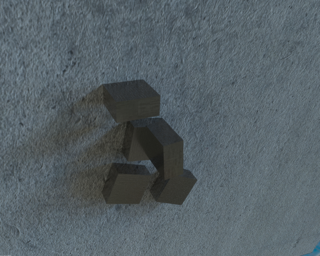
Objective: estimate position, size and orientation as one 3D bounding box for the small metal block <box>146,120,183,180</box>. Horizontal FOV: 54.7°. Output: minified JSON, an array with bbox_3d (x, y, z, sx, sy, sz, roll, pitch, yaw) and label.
[{"bbox_3d":[0.005,0.026,0.377,0.025,0.050,0.050,-16,125,-20],"label":"small metal block"}]

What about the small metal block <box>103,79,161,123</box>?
[{"bbox_3d":[-0.033,-0.032,0.352,0.050,0.050,0.025,-11,123,-23],"label":"small metal block"}]

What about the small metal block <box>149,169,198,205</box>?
[{"bbox_3d":[0.021,0.088,0.472,0.050,0.025,0.050,18,109,-35],"label":"small metal block"}]

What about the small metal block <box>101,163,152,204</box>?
[{"bbox_3d":[-0.047,0.078,0.429,0.050,0.025,0.050,9,114,-33],"label":"small metal block"}]

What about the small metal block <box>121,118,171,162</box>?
[{"bbox_3d":[-0.019,0.015,0.405,0.050,0.025,0.050,-1,119,-28],"label":"small metal block"}]
